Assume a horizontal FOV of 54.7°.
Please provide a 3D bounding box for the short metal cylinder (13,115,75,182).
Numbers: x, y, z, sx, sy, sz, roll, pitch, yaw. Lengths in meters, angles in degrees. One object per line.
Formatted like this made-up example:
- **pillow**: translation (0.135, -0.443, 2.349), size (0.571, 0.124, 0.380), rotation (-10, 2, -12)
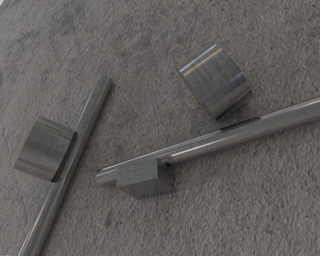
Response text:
- **short metal cylinder**: translation (-0.160, 0.029, 0.429), size (0.080, 0.050, 0.080), rotation (-53, 21, 31)

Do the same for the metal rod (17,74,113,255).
- **metal rod**: translation (-0.130, 0.052, 0.439), size (0.025, 0.025, 0.300), rotation (4, 64, 30)

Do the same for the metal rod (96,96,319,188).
- **metal rod**: translation (0.060, 0.017, 0.361), size (0.301, 0.025, 0.025), rotation (-19, 54, 16)

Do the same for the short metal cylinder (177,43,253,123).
- **short metal cylinder**: translation (0.064, -0.052, 0.367), size (0.050, 0.080, 0.080), rotation (-36, 51, 4)

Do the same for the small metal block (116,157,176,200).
- **small metal block**: translation (-0.015, 0.060, 0.359), size (0.050, 0.050, 0.025), rotation (-16, 56, 19)
